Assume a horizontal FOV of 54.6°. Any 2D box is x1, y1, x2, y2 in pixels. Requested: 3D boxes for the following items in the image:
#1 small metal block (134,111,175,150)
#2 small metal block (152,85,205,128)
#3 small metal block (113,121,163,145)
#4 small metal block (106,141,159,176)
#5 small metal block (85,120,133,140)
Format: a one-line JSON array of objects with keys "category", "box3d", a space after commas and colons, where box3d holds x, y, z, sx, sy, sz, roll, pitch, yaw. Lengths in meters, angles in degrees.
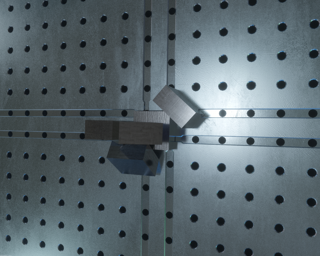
[{"category": "small metal block", "box3d": [-0.008, 0.003, 0.416, 0.050, 0.025, 0.050, 2, 90, 19]}, {"category": "small metal block", "box3d": [0.025, -0.026, 0.391, 0.050, 0.050, 0.025, 45, 103, 14]}, {"category": "small metal block", "box3d": [-0.028, 0.005, 0.372, 0.050, 0.050, 0.025, 2, 92, -17]}, {"category": "small metal block", "box3d": [-0.034, 0.041, 0.409, 0.050, 0.050, 0.025, 1, 59, 20]}, {"category": "small metal block", "box3d": [-0.066, 0.002, 0.423, 0.050, 0.050, 0.025, 2, 91, 20]}]
